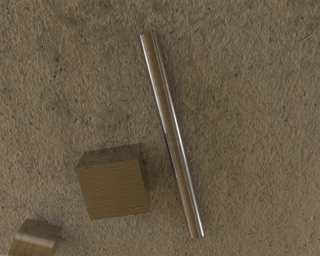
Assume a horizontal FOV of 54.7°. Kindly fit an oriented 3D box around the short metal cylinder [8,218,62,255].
[{"bbox_3d":[-0.179,0.176,0.444,0.050,0.080,0.079,17,109,-7],"label":"short metal cylinder"}]

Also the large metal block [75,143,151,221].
[{"bbox_3d":[-0.060,0.072,0.423,0.080,0.050,0.079,-9,110,3],"label":"large metal block"}]

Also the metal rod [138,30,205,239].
[{"bbox_3d":[0.021,0.023,0.418,0.025,0.025,0.298,-13,110,4],"label":"metal rod"}]
